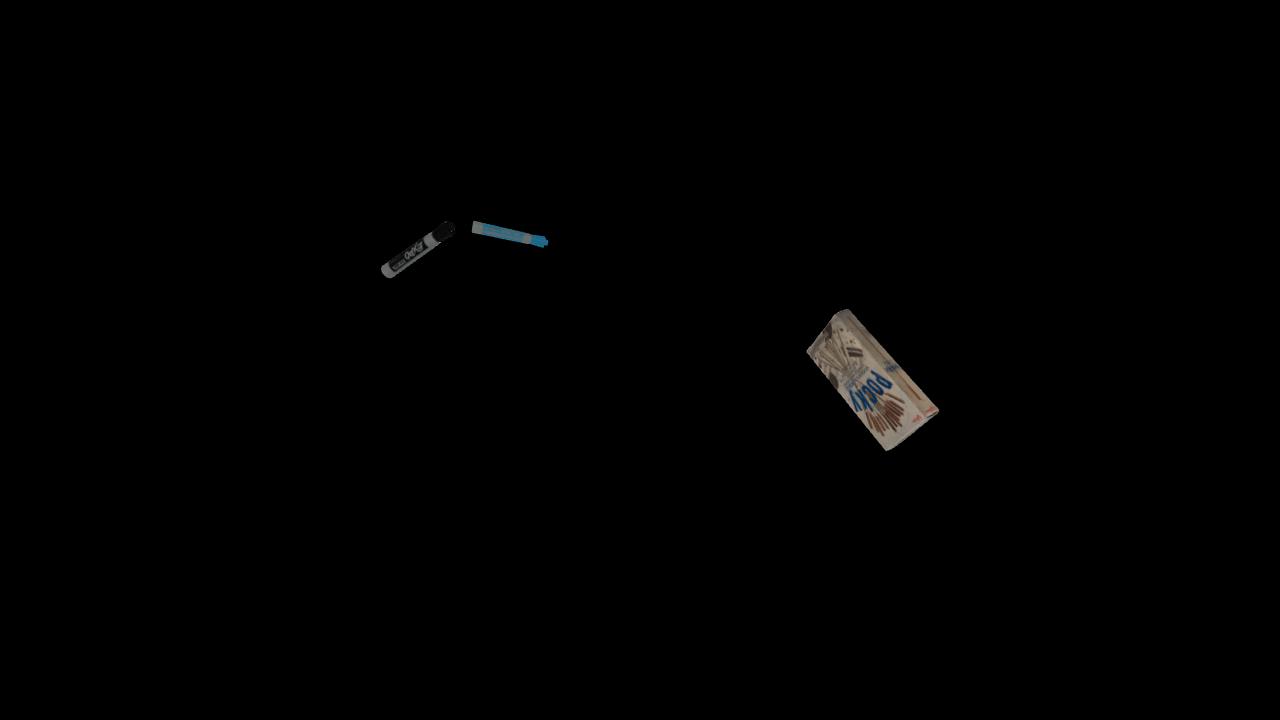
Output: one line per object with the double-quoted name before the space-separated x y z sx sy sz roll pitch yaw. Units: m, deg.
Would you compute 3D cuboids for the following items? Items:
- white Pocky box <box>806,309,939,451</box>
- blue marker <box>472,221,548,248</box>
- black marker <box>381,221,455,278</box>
"white Pocky box" 0.265 0.022 0.717 0.028 0.154 0.084 -22 -26 -26
"blue marker" -0.207 -0.201 0.987 0.121 0.020 0.020 9 -3 -20
"black marker" -0.273 -0.137 0.761 0.121 0.020 0.020 -26 -11 24
